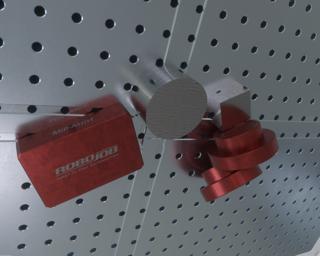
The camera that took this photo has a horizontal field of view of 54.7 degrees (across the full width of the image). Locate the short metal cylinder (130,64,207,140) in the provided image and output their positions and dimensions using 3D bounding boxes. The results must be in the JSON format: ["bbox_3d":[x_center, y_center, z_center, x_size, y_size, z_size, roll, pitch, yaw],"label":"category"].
[{"bbox_3d":[0.010,-0.033,0.381,0.081,0.050,0.079,-14,124,-21],"label":"short metal cylinder"}]

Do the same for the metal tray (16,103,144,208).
[{"bbox_3d":[-0.092,0.033,0.379,0.131,0.030,0.089,-22,127,-15],"label":"metal tray"}]

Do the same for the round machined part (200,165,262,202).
[{"bbox_3d":[0.105,0.074,0.482,0.098,0.042,0.098,-27,168,-6],"label":"round machined part"}]

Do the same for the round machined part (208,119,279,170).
[{"bbox_3d":[0.115,0.019,0.446,0.099,0.098,0.042,-23,103,-14],"label":"round machined part"}]

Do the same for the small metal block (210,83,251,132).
[{"bbox_3d":[0.103,-0.030,0.449,0.050,0.025,0.050,-24,127,-14],"label":"small metal block"}]
